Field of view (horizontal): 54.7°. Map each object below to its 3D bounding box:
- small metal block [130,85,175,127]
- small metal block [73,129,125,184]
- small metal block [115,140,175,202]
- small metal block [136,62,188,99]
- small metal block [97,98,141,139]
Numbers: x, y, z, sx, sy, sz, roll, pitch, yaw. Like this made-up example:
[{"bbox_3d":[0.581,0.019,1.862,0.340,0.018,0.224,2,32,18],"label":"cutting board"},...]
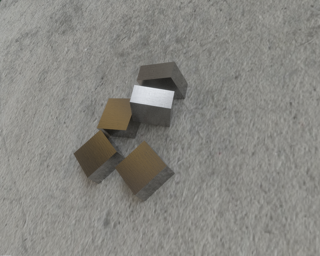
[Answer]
[{"bbox_3d":[-0.009,-0.027,0.398,0.050,0.050,0.025,10,64,4],"label":"small metal block"},{"bbox_3d":[-0.082,0.039,0.422,0.050,0.025,0.050,-42,51,-1],"label":"small metal block"},{"bbox_3d":[-0.019,0.052,0.381,0.050,0.025,0.050,-43,51,-2],"label":"small metal block"},{"bbox_3d":[0.004,-0.062,0.423,0.050,0.050,0.025,-1,61,27],"label":"small metal block"},{"bbox_3d":[-0.054,-0.014,0.440,0.050,0.025,0.050,4,63,29],"label":"small metal block"}]
